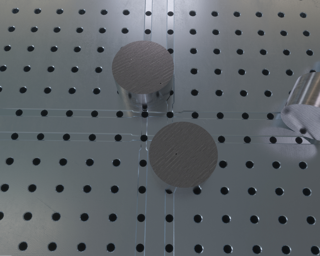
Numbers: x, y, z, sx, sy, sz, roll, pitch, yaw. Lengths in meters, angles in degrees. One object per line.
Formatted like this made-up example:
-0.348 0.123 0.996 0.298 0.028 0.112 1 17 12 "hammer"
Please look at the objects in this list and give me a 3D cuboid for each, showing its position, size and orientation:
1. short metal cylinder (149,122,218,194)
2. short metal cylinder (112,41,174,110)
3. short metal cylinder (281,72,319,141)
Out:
0.027 0.038 0.385 0.081 0.050 0.080 0 70 0 "short metal cylinder"
-0.022 -0.071 0.424 0.081 0.050 0.080 0 70 0 "short metal cylinder"
0.203 -0.026 0.393 0.080 0.080 0.050 28 73 10 "short metal cylinder"
